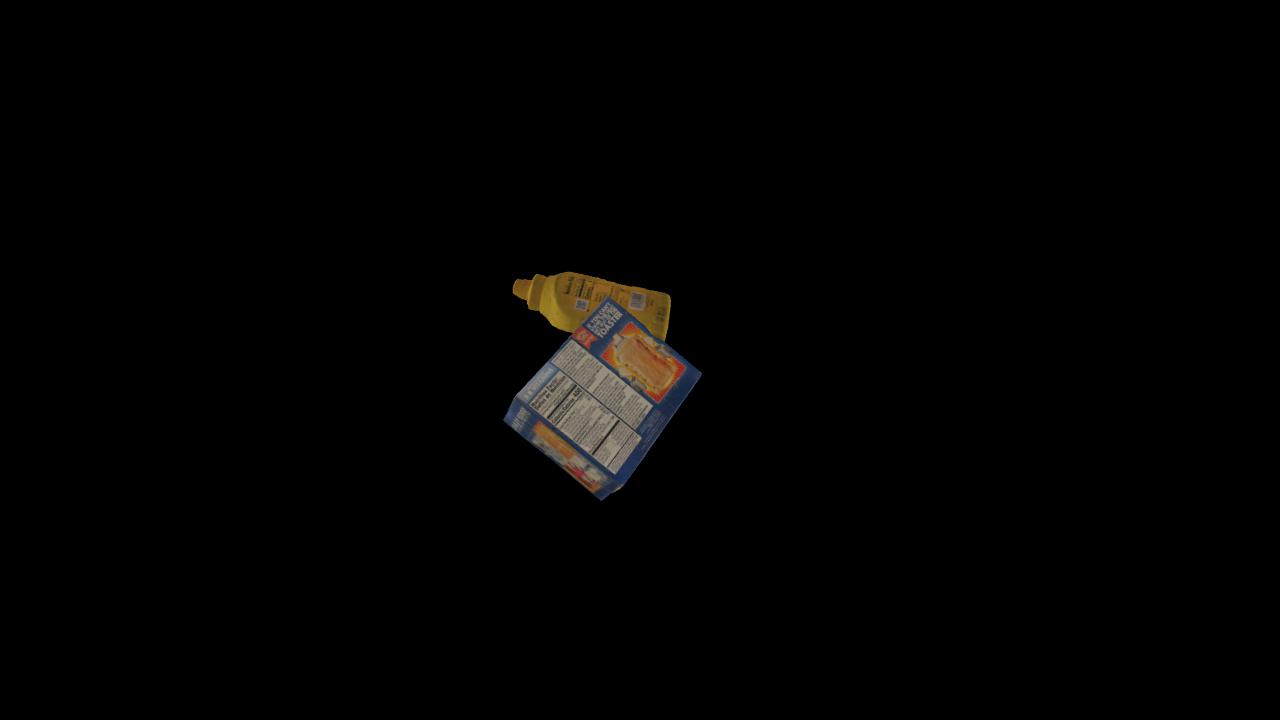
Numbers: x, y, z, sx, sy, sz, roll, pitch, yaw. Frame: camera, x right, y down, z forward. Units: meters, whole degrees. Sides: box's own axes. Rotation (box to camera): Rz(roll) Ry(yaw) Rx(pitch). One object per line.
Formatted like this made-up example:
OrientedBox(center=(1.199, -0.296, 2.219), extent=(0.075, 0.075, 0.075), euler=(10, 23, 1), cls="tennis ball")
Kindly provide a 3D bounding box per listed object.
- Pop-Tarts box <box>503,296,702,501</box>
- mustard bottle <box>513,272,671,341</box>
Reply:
OrientedBox(center=(-0.039, 0.041, 0.676), extent=(0.141, 0.167, 0.083), euler=(39, -33, -1), cls="Pop-Tarts box")
OrientedBox(center=(-0.058, -0.064, 0.719), extent=(0.184, 0.092, 0.054), euler=(14, -42, -5), cls="mustard bottle")
